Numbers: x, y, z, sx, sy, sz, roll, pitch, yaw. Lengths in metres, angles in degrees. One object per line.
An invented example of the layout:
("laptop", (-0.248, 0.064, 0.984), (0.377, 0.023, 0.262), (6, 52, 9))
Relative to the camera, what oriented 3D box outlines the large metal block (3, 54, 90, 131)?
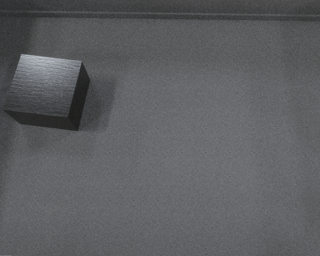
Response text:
("large metal block", (-0.146, -0.046, 0.412), (0.080, 0.050, 0.080), (7, 70, 2))
